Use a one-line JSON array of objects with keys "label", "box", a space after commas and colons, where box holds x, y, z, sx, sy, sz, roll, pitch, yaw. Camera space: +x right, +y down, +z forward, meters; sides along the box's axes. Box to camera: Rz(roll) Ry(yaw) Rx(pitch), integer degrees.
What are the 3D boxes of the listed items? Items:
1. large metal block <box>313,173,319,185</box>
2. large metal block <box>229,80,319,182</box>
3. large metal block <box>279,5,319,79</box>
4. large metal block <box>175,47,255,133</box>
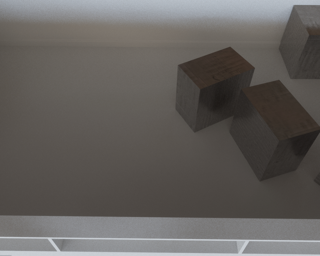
[{"label": "large metal block", "box": [0.228, 0.050, 0.329, 0.050, 0.080, 0.080, -31, 57, -23]}, {"label": "large metal block", "box": [0.130, 0.003, 0.367, 0.050, 0.080, 0.080, -14, 52, -12]}, {"label": "large metal block", "box": [0.231, -0.133, 0.482, 0.050, 0.080, 0.080, 0, 50, 0]}, {"label": "large metal block", "box": [0.069, -0.050, 0.412, 0.081, 0.080, 0.050, -23, 54, -18]}]
